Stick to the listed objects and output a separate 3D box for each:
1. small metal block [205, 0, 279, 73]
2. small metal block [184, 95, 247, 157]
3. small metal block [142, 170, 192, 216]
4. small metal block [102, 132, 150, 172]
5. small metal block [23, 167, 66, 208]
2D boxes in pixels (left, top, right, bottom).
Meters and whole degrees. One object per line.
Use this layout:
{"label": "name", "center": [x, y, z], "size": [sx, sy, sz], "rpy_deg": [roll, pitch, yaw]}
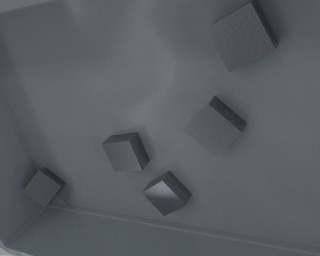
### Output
{"label": "small metal block", "center": [0.082, -0.091, 0.309], "size": [0.050, 0.025, 0.050], "rpy_deg": [-23, 106, 36]}
{"label": "small metal block", "center": [0.066, -0.002, 0.372], "size": [0.050, 0.025, 0.050], "rpy_deg": [41, 129, 0]}
{"label": "small metal block", "center": [0.010, 0.098, 0.463], "size": [0.050, 0.025, 0.050], "rpy_deg": [48, 129, -6]}
{"label": "small metal block", "center": [-0.050, 0.036, 0.456], "size": [0.050, 0.025, 0.050], "rpy_deg": [-8, 115, 31]}
{"label": "small metal block", "center": [-0.211, 0.109, 0.568], "size": [0.050, 0.025, 0.050], "rpy_deg": [37, 94, 0]}
